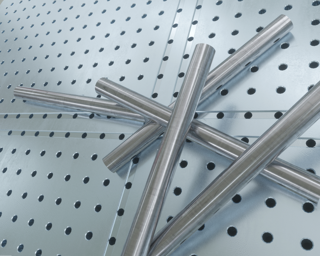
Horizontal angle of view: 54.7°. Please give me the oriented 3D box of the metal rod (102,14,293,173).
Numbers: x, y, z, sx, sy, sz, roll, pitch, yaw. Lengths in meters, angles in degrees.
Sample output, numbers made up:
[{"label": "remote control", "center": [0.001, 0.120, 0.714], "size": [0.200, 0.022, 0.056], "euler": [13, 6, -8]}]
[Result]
[{"label": "metal rod", "center": [0.049, -0.044, 0.408], "size": [0.300, 0.025, 0.025], "euler": [-39, 51, 1]}]

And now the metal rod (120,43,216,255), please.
[{"label": "metal rod", "center": [0.004, 0.043, 0.327], "size": [0.025, 0.025, 0.299], "euler": [10, 72, 32]}]

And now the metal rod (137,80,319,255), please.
[{"label": "metal rod", "center": [0.067, 0.055, 0.304], "size": [0.299, 0.025, 0.025], "euler": [-45, 51, 9]}]

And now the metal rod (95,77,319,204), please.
[{"label": "metal rod", "center": [0.036, 0.001, 0.363], "size": [0.300, 0.025, 0.025], "euler": [27, 76, 29]}]

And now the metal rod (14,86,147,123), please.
[{"label": "metal rod", "center": [-0.140, -0.043, 0.505], "size": [0.300, 0.025, 0.025], "euler": [11, 67, 32]}]
